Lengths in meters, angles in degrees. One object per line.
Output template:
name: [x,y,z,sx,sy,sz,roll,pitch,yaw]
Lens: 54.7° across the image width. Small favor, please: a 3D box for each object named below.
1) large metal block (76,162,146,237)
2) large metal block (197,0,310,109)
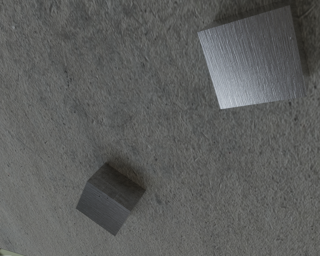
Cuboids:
large metal block: [-0.081,0.117,0.506,0.080,0.050,0.079,34,129,6]
large metal block: [0.093,-0.070,0.299,0.080,0.050,0.080,-8,115,31]
